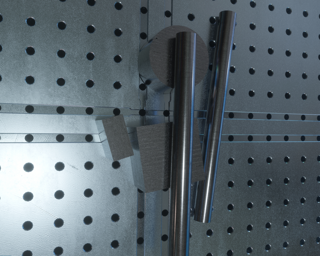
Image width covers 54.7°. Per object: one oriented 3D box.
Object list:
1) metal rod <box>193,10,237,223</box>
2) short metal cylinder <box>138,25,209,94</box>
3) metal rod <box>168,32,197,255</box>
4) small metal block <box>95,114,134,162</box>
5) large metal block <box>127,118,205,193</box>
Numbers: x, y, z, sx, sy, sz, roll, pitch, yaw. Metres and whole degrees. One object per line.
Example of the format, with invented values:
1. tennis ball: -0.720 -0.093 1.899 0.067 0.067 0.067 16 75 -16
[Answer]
1. metal rod: 0.079 -0.018 0.443 0.025 0.025 0.298 9 87 -20
2. short metal cylinder: 0.016 -0.087 0.406 0.081 0.050 0.079 0 90 -21
3. metal rod: 0.026 0.037 0.370 0.025 0.025 0.298 2 89 -20
4. small metal block: -0.057 0.011 0.379 0.025 0.050 0.050 -17 96 -20
5. large metal block: 0.006 0.032 0.403 0.081 0.050 0.079 -9 93 -20
